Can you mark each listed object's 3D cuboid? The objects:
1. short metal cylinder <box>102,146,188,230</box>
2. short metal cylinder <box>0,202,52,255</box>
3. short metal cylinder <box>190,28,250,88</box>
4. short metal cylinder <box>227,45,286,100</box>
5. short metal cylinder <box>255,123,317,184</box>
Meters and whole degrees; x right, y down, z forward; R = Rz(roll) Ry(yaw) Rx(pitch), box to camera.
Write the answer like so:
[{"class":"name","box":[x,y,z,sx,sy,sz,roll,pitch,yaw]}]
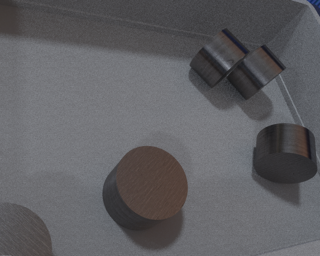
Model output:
[{"class":"short metal cylinder","box":[-0.017,0.066,0.340,0.081,0.050,0.080,14,56,-21]},{"class":"short metal cylinder","box":[-0.134,0.107,0.252,0.081,0.050,0.080,14,56,-21]},{"class":"short metal cylinder","box":[0.093,-0.108,0.486,0.050,0.080,0.080,47,51,4]},{"class":"short metal cylinder","box":[0.158,-0.090,0.510,0.081,0.080,0.050,-33,81,-38]},{"class":"short metal cylinder","box":[0.179,0.038,0.443,0.080,0.080,0.050,26,53,-12]}]
